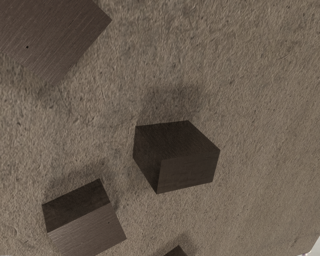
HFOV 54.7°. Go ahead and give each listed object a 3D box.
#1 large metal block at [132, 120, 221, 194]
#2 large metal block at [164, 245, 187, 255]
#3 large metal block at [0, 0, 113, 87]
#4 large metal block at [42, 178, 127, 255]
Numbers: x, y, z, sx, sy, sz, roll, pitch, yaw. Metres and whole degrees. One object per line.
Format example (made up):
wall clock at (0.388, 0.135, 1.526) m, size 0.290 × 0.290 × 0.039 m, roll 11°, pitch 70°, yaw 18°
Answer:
large metal block at (0.018, 0.034, 0.404) m, size 0.081 × 0.080 × 0.050 m, roll -7°, pitch 122°, yaw -25°
large metal block at (0.028, 0.280, 0.582) m, size 0.080 × 0.050 × 0.080 m, roll -34°, pitch 129°, yaw -6°
large metal block at (-0.105, -0.098, 0.274) m, size 0.080 × 0.050 × 0.080 m, roll -48°, pitch 129°, yaw 5°
large metal block at (-0.100, 0.127, 0.416) m, size 0.081 × 0.050 × 0.080 m, roll -24°, pitch 128°, yaw -14°
